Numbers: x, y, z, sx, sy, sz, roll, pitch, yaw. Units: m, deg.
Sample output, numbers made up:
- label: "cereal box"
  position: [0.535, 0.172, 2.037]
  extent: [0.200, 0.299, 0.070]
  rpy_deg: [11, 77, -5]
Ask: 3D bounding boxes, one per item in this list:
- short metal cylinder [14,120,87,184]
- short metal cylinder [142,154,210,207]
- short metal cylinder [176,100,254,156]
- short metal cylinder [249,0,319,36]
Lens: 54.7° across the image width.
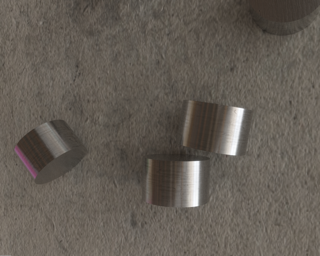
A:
- label: "short metal cylinder"
  position: [-0.151, 0.033, 0.431]
  extent: [0.080, 0.080, 0.050]
  rpy_deg: [-43, 77, 14]
- label: "short metal cylinder"
  position: [0.019, 0.060, 0.372]
  extent: [0.080, 0.080, 0.050]
  rpy_deg: [2, 91, 19]
- label: "short metal cylinder"
  position: [0.062, -0.001, 0.357]
  extent: [0.080, 0.080, 0.050]
  rpy_deg: [11, 94, 19]
- label: "short metal cylinder"
  position: [0.141, -0.150, 0.346]
  extent: [0.080, 0.050, 0.079]
  rpy_deg: [0, 90, 19]
